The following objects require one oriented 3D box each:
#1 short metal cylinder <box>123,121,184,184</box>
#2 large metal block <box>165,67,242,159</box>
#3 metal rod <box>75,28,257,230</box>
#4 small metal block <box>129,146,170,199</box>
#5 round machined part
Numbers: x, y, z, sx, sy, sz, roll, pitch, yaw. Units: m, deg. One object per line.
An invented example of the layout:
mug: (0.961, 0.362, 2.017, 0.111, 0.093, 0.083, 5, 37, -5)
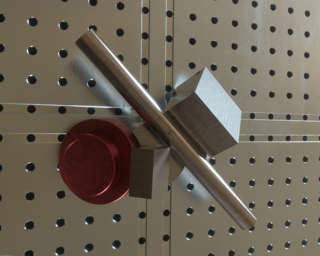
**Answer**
short metal cylinder: (-0.013, 0.031, 0.390, 0.081, 0.050, 0.079, 0, 90, -20)
large metal block: (0.057, -0.020, 0.394, 0.080, 0.050, 0.080, 48, 32, -14)
metal rod: (0.017, 0.012, 0.362, 0.025, 0.025, 0.300, -45, 104, -14)
small metal block: (-0.010, 0.046, 0.336, 0.025, 0.050, 0.050, 3, 89, 20)
round machined part: (-0.072, 0.038, 0.346, 0.098, 0.042, 0.097, 1, 94, 18)
